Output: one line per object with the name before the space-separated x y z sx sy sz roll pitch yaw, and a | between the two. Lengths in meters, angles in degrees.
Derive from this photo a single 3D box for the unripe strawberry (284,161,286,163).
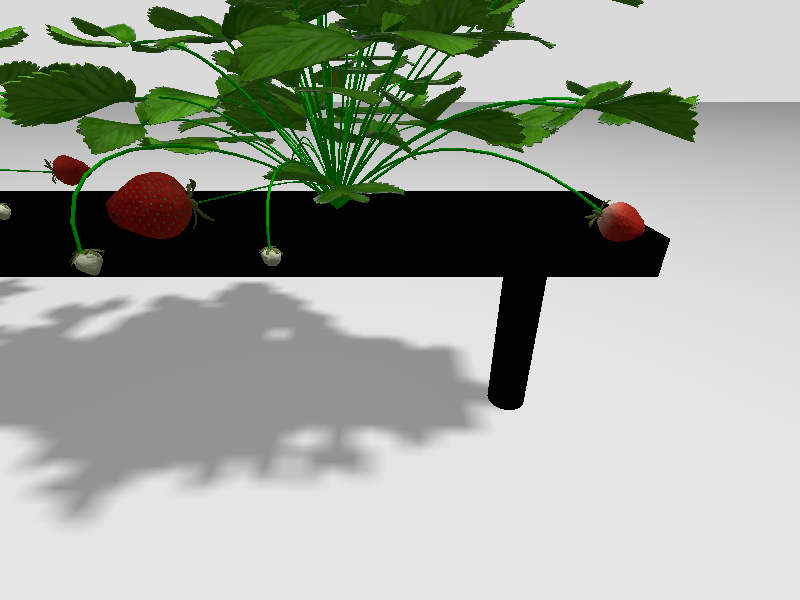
unripe strawberry | -0.131 -0.160 0.484 0.019 0.017 0.017 -13 -27 -23

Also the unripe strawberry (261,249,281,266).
unripe strawberry | -0.070 -0.023 0.217 0.011 0.010 0.010 3 28 5

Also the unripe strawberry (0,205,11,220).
unripe strawberry | -0.295 -0.065 0.296 0.010 0.011 0.011 7 29 13

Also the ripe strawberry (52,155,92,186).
ripe strawberry | -0.357 -0.142 0.437 0.032 0.031 0.030 -17 33 -31

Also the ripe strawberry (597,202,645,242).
ripe strawberry | 0.149 -0.052 0.270 0.030 0.025 0.030 27 34 11

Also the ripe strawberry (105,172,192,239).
ripe strawberry | -0.170 -0.064 0.273 0.049 0.042 0.049 -18 33 -30

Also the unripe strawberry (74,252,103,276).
unripe strawberry | -0.174 -0.020 0.224 0.015 0.013 0.013 21 35 34
